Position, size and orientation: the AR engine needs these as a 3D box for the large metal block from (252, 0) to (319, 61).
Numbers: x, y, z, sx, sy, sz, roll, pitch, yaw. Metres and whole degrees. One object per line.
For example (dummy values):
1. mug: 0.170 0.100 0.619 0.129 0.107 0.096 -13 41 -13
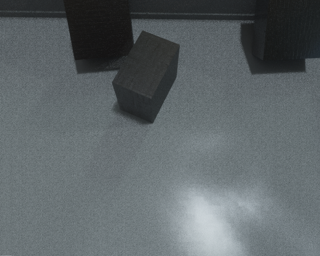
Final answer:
1. large metal block: 0.177 -0.139 0.426 0.081 0.050 0.079 -3 114 -1

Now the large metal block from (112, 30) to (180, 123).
1. large metal block: -0.016 -0.063 0.403 0.050 0.080 0.080 24 72 8

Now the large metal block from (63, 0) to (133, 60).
1. large metal block: -0.080 -0.141 0.425 0.081 0.050 0.079 -6 114 -2
